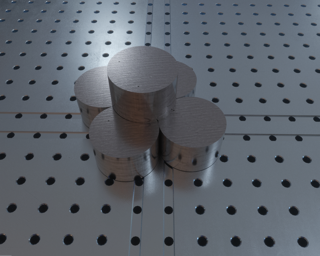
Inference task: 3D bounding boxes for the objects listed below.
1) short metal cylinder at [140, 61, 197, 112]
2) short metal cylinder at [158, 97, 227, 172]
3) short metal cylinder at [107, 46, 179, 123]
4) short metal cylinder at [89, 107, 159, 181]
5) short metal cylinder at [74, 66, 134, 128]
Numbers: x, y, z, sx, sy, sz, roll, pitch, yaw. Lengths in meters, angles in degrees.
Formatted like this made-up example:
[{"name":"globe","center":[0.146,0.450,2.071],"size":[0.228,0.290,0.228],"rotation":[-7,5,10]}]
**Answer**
[{"name":"short metal cylinder","center":[0.009,-0.051,0.433],"size":[0.081,0.050,0.080],"rotation":[0,50,0]},{"name":"short metal cylinder","center":[0.038,0.007,0.385],"size":[0.081,0.050,0.080],"rotation":[0,50,0]},{"name":"short metal cylinder","center":[-0.020,-0.053,0.368],"size":[0.081,0.050,0.080],"rotation":[1,51,-1]},{"name":"short metal cylinder","center":[-0.041,0.017,0.375],"size":[0.081,0.050,0.080],"rotation":[0,50,0]},{"name":"short metal cylinder","center":[-0.071,-0.040,0.423],"size":[0.081,0.050,0.080],"rotation":[0,50,0]}]
